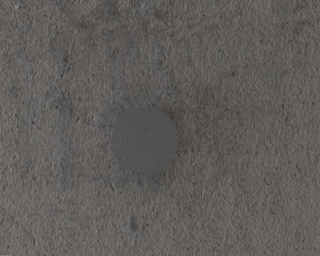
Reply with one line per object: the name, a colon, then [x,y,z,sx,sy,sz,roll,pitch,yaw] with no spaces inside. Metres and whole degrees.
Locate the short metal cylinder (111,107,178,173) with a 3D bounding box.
short metal cylinder: [-0.018,0.014,0.397,0.080,0.050,0.080,0,90,0]
